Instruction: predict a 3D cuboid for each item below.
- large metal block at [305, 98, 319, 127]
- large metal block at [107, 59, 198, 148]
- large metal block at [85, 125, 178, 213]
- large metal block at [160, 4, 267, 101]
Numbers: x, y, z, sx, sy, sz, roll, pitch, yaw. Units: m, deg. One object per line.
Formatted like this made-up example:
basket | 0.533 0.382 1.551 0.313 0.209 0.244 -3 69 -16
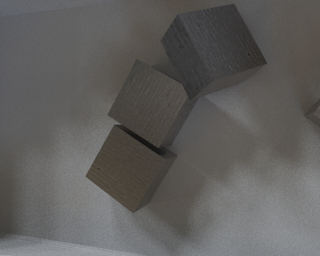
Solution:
large metal block | 0.201 -0.008 0.311 0.080 0.080 0.050 40 103 15
large metal block | -0.007 -0.031 0.399 0.080 0.050 0.080 32 100 16
large metal block | -0.037 0.050 0.409 0.080 0.050 0.080 33 100 16
large metal block | 0.060 -0.087 0.353 0.081 0.050 0.080 -21 80 -27
